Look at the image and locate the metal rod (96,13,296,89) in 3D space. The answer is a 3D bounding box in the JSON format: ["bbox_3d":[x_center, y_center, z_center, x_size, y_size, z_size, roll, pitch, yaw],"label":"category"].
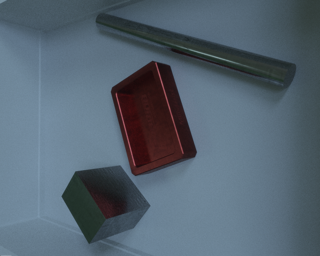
[{"bbox_3d":[0.019,-0.107,0.389,0.300,0.025,0.025,28,107,36],"label":"metal rod"}]

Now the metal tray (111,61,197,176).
[{"bbox_3d":[-0.012,-0.011,0.411,0.090,0.030,0.129,-26,74,36],"label":"metal tray"}]

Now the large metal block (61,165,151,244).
[{"bbox_3d":[-0.075,0.102,0.430,0.080,0.081,0.050,48,118,29],"label":"large metal block"}]
